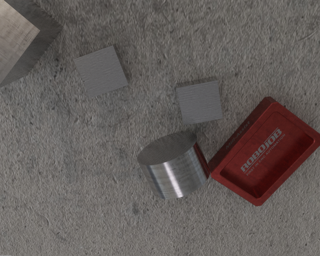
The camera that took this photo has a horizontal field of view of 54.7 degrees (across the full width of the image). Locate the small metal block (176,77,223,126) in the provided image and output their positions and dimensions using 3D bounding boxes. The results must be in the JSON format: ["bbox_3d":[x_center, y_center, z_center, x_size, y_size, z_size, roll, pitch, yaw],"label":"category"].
[{"bbox_3d":[0.050,-0.035,0.397,0.050,0.025,0.050,-11,110,4],"label":"small metal block"}]

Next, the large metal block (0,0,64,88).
[{"bbox_3d":[-0.162,-0.097,0.343,0.050,0.080,0.080,40,105,-14],"label":"large metal block"}]

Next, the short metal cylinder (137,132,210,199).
[{"bbox_3d":[0.018,0.046,0.397,0.080,0.080,0.050,-20,109,7],"label":"short metal cylinder"}]

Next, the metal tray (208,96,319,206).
[{"bbox_3d":[0.140,0.034,0.420,0.090,0.030,0.129,34,106,-12],"label":"metal tray"}]

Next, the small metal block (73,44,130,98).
[{"bbox_3d":[-0.070,-0.071,0.383,0.050,0.025,0.050,-18,109,6],"label":"small metal block"}]
